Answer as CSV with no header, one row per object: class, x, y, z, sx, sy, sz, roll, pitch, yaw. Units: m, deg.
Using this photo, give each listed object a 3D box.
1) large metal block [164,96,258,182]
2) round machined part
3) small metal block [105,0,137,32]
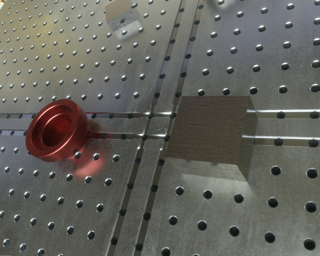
large metal block,0.061,0.010,0.354,0.080,0.050,0.080,3,63,29
round machined part,-0.151,0.008,0.472,0.098,0.042,0.098,-13,56,21
small metal block,-0.074,-0.215,0.579,0.050,0.025,0.050,-22,53,14
